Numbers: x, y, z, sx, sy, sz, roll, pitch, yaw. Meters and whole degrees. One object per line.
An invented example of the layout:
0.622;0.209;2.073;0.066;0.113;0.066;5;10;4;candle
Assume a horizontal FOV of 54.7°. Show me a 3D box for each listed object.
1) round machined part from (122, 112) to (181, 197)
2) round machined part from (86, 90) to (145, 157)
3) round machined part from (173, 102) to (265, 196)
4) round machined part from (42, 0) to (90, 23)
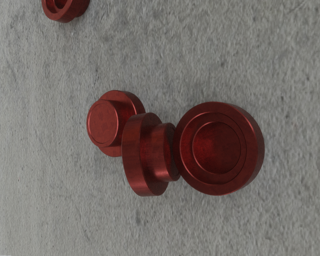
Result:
-0.003;0.030;0.363;0.042;0.098;0.097;-8;85;20;round machined part
-0.069;-0.006;0.448;0.098;0.042;0.097;0;90;39;round machined part
0.066;0.021;0.337;0.098;0.042;0.097;0;90;37;round machined part
-0.153;-0.225;0.517;0.098;0.042;0.097;0;90;39;round machined part
